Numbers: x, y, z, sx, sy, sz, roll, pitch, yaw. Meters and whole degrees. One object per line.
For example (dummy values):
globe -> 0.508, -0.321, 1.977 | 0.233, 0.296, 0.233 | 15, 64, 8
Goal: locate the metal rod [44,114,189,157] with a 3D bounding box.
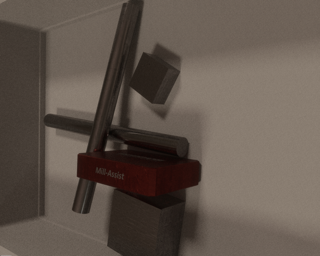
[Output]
metal rod -> -0.087, 0.005, 0.476 | 0.300, 0.025, 0.025 | 9, 96, 39

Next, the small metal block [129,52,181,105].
small metal block -> -0.008, -0.066, 0.412 | 0.050, 0.025, 0.050 | 40, 114, 32

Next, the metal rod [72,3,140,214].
metal rod -> -0.077, -0.027, 0.440 | 0.025, 0.025, 0.298 | 14, 91, 39

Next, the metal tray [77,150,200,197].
metal tray -> -0.029, 0.051, 0.386 | 0.130, 0.091, 0.030 | 5, 93, 39

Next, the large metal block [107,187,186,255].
large metal block -> -0.019, 0.126, 0.404 | 0.080, 0.050, 0.079 | 13, 98, 39
